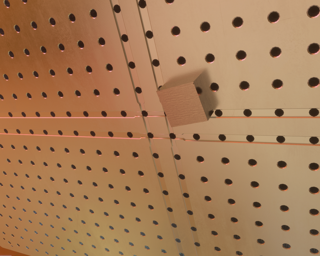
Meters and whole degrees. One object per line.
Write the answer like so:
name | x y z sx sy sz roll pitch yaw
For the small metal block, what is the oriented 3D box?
small metal block | 0.031 -0.032 0.376 0.050 0.025 0.050 -10 113 32
